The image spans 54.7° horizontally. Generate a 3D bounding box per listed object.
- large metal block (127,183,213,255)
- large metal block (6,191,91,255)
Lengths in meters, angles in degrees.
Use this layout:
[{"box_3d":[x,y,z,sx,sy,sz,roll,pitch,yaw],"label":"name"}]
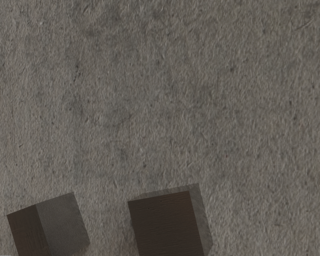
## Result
[{"box_3d":[0.014,0.120,0.390,0.080,0.050,0.080,-15,85,19],"label":"large metal block"},{"box_3d":[-0.152,0.142,0.432,0.050,0.080,0.080,-23,83,18],"label":"large metal block"}]
